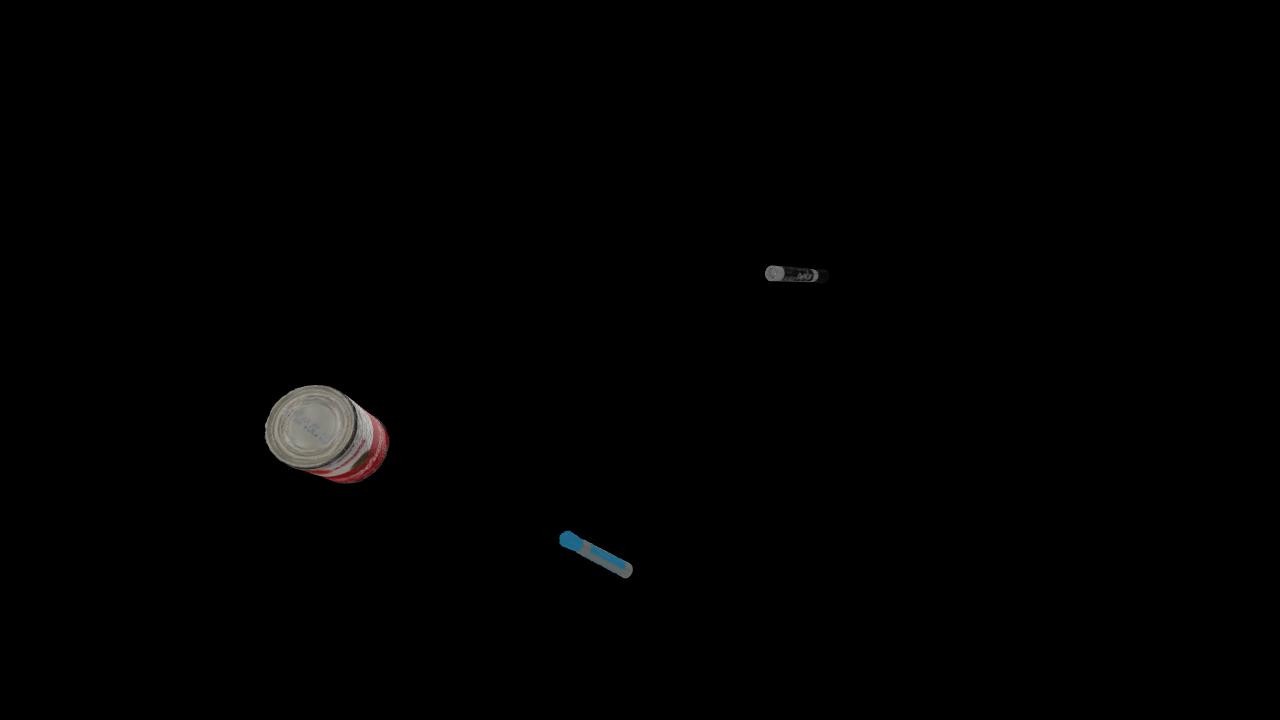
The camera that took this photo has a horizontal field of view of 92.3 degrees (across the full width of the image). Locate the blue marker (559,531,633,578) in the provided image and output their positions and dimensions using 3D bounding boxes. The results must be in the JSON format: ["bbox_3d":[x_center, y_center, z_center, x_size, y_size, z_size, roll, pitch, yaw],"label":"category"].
[{"bbox_3d":[-0.052,0.233,0.736,0.020,0.020,0.121,0,-32,45],"label":"blue marker"}]

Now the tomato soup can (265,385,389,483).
[{"bbox_3d":[-0.258,0.064,0.515,0.068,0.068,0.101,0,-18,-8],"label":"tomato soup can"}]

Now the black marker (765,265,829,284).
[{"bbox_3d":[0.199,-0.106,0.769,0.121,0.020,0.020,-5,3,-43],"label":"black marker"}]
